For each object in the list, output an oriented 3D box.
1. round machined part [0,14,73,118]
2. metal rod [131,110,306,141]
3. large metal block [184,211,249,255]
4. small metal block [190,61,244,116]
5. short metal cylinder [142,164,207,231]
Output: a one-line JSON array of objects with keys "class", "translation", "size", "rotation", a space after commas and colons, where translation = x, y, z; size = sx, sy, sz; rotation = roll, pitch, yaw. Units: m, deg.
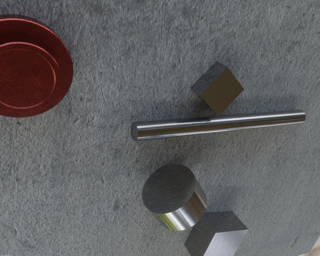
[{"class": "round machined part", "translation": [-0.132, -0.053, 0.292], "size": [0.099, 0.042, 0.097], "rotation": [-14, 125, -21]}, {"class": "metal rod", "translation": [0.102, -0.007, 0.460], "size": [0.303, 0.025, 0.025], "rotation": [-5, 121, -26]}, {"class": "large metal block", "translation": [0.104, 0.204, 0.576], "size": [0.081, 0.050, 0.079], "rotation": [7, 115, -32]}, {"class": "small metal block", "translation": [0.078, -0.053, 0.419], "size": [0.050, 0.025, 0.050], "rotation": [-47, 130, 4]}, {"class": "short metal cylinder", "translation": [0.021, 0.099, 0.446], "size": [0.080, 0.080, 0.050], "rotation": [-35, 129, -5]}]
